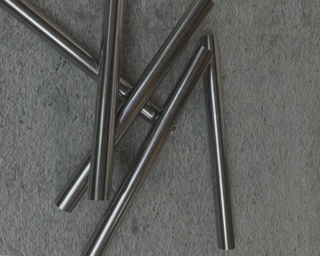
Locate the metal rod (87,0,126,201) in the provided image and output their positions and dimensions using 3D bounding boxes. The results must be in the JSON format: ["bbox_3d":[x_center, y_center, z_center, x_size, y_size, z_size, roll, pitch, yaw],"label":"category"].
[{"bbox_3d":[-0.058,-0.070,0.360,0.025,0.025,0.299,7,78,-20],"label":"metal rod"}]

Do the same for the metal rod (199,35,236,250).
[{"bbox_3d":[0.082,0.021,0.438,0.025,0.025,0.298,-6,92,-20],"label":"metal rod"}]

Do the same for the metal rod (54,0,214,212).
[{"bbox_3d":[-0.030,-0.031,0.371,0.025,0.025,0.299,35,89,-17],"label":"metal rod"}]

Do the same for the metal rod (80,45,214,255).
[{"bbox_3d":[-0.016,0.034,0.382,0.025,0.025,0.299,29,88,-18],"label":"metal rod"}]

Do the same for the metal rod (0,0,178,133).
[{"bbox_3d":[-0.098,-0.088,0.372,0.301,0.025,0.025,38,78,-16],"label":"metal rod"}]
